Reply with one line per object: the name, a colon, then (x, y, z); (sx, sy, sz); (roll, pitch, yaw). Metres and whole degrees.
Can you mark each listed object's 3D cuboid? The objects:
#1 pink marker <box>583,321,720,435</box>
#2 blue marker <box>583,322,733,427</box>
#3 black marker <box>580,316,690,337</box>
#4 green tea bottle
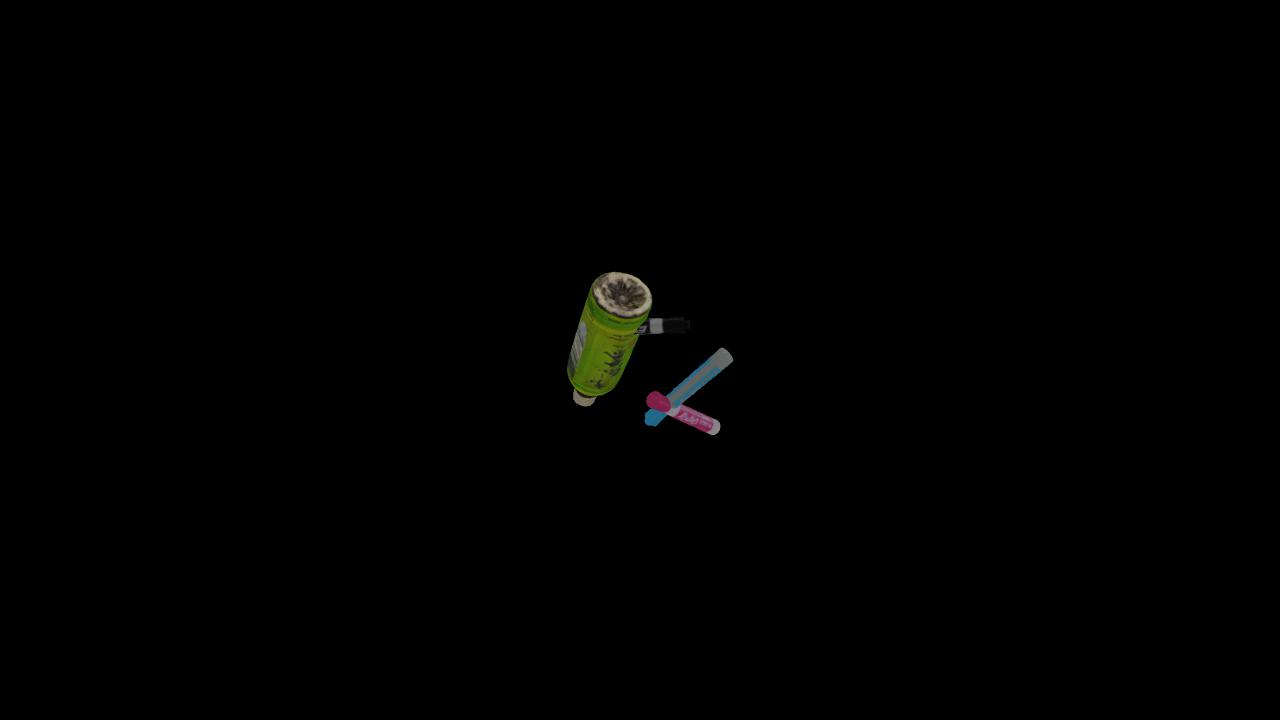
pink marker: (0.048, 0.059, 0.678); (0.020, 0.020, 0.121); (0, -19, 42)
blue marker: (0.048, 0.031, 0.648); (0.121, 0.020, 0.020); (-42, -21, 24)
black marker: (-0.005, -0.036, 0.673); (0.121, 0.020, 0.020); (-2, 0, 13)
green tea bottle: (-0.047, -0.012, 0.734); (0.073, 0.073, 0.212); (0, -33, -20)
